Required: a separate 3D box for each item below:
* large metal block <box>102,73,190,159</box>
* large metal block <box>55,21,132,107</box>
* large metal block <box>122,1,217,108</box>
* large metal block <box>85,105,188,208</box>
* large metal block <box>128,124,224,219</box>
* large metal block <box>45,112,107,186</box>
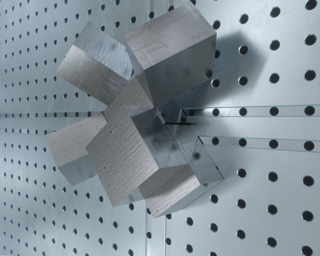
[{"bbox_3d":[-0.021,-0.014,0.411,0.080,0.050,0.080,-46,63,30],"label":"large metal block"},{"bbox_3d":[-0.084,-0.088,0.424,0.050,0.080,0.080,-45,24,31],"label":"large metal block"},{"bbox_3d":[0.013,-0.078,0.343,0.080,0.080,0.050,-28,66,-6],"label":"large metal block"},{"bbox_3d":[-0.029,0.031,0.351,0.080,0.050,0.080,-44,64,30],"label":"large metal block"},{"bbox_3d":[0.016,0.052,0.380,0.080,0.050,0.080,-43,63,30],"label":"large metal block"},{"bbox_3d":[-0.105,0.032,0.442,0.050,0.080,0.080,60,165,24],"label":"large metal block"}]
